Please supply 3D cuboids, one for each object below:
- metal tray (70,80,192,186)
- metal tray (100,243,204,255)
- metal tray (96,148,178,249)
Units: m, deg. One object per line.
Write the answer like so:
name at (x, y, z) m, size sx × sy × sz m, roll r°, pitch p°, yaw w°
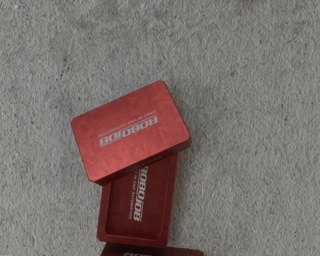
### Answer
metal tray at (-0.037, 0.006, 0.391) m, size 0.131 × 0.030 × 0.090 m, roll -24°, pitch 68°, yaw 0°
metal tray at (-0.008, 0.174, 0.377) m, size 0.131 × 0.090 × 0.030 m, roll 7°, pitch 90°, yaw 0°
metal tray at (-0.029, 0.084, 0.407) m, size 0.091 × 0.030 × 0.129 m, roll 7°, pitch 90°, yaw 0°
